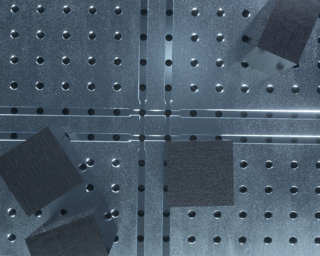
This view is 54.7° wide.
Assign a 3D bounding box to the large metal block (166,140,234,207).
[{"bbox_3d":[0.049,0.056,0.402,0.081,0.050,0.079,-1,90,-1],"label":"large metal block"}]

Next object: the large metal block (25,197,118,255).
[{"bbox_3d":[-0.104,0.133,0.385,0.080,0.080,0.050,-21,90,0],"label":"large metal block"}]

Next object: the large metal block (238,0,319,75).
[{"bbox_3d":[0.147,-0.118,0.388,0.050,0.080,0.080,24,90,-1],"label":"large metal block"}]

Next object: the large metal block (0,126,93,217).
[{"bbox_3d":[-0.148,0.053,0.399,0.080,0.050,0.080,-33,90,0],"label":"large metal block"}]
